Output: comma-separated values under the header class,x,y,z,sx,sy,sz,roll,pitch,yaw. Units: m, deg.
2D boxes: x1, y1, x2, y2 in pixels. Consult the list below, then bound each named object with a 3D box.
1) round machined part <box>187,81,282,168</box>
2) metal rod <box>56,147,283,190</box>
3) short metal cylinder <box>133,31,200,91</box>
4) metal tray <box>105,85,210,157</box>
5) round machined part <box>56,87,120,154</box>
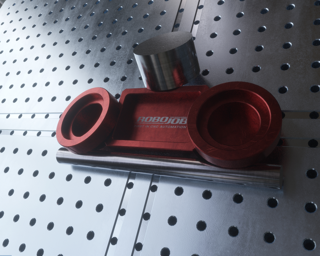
class,x,y,z,sx,sy,sz,roll,pitch,yaw
round machined part,0.082,-0.001,0.343,0.098,0.042,0.098,-9,58,14
metal rod,-0.011,0.045,0.381,0.300,0.025,0.025,2,63,29
short metal cylinder,0.010,-0.092,0.420,0.080,0.050,0.080,-13,31,8
metal tray,0.000,-0.009,0.405,0.130,0.030,0.090,1,63,28
round machined part,-0.096,-0.006,0.441,0.098,0.042,0.098,-20,49,25
